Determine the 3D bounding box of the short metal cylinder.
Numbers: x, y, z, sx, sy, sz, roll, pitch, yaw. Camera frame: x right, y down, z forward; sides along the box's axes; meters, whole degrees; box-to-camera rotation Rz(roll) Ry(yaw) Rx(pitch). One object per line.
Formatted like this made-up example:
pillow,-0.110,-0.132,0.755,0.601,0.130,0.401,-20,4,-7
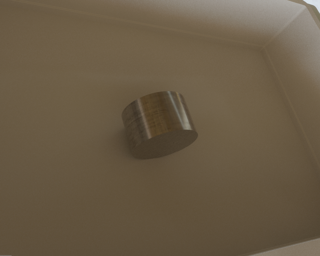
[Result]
short metal cylinder,-0.001,-0.001,0.372,0.081,0.080,0.050,-4,64,-31
